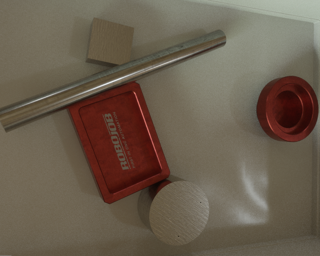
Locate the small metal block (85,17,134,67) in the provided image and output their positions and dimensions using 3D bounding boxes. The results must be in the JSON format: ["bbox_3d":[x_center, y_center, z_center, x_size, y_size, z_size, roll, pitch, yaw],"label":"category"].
[{"bbox_3d":[-0.063,-0.104,0.388,0.050,0.025,0.050,9,87,-20],"label":"small metal block"}]

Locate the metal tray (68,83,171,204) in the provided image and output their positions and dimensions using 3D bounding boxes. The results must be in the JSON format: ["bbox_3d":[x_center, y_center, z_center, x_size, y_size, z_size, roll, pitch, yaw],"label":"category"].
[{"bbox_3d":[-0.051,0.017,0.389,0.091,0.030,0.129,-22,98,-19],"label":"metal tray"}]

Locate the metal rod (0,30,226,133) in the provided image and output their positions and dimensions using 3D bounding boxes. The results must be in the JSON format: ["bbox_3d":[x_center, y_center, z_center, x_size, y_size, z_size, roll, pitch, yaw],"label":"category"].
[{"bbox_3d":[-0.036,-0.067,0.372,0.302,0.025,0.025,-26,99,-26],"label":"metal rod"}]

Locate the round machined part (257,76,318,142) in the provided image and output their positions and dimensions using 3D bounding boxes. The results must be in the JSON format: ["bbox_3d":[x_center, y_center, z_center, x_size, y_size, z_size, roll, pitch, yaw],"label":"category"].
[{"bbox_3d":[0.188,-0.028,0.473,0.099,0.042,0.097,0,90,-21],"label":"round machined part"}]

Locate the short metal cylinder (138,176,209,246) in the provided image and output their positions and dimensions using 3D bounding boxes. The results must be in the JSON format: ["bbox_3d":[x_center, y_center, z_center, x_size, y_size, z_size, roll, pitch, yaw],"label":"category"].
[{"bbox_3d":[0.016,0.105,0.405,0.081,0.050,0.079,0,90,-21],"label":"short metal cylinder"}]
